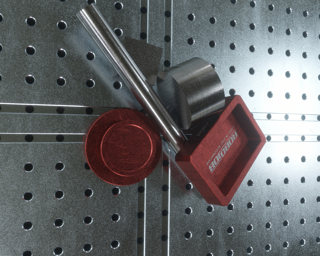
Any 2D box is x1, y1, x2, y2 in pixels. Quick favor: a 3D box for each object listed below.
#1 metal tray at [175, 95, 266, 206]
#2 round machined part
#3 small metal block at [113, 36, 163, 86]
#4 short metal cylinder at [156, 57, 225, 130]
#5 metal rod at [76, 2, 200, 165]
[{"bbox_3d":[0.088,0.028,0.421,0.130,0.030,0.090,-49,113,-29],"label":"metal tray"},{"bbox_3d":[-0.043,0.024,0.387,0.099,0.042,0.097,0,90,-21],"label":"round machined part"},{"bbox_3d":[-0.029,-0.085,0.403,0.050,0.025,0.050,14,85,-20],"label":"small metal block"},{"bbox_3d":[0.038,-0.044,0.398,0.050,0.080,0.080,-27,99,-18],"label":"short metal cylinder"},{"bbox_3d":[-0.001,-0.018,0.395,0.025,0.025,0.299,-42,111,-15],"label":"metal rod"}]
